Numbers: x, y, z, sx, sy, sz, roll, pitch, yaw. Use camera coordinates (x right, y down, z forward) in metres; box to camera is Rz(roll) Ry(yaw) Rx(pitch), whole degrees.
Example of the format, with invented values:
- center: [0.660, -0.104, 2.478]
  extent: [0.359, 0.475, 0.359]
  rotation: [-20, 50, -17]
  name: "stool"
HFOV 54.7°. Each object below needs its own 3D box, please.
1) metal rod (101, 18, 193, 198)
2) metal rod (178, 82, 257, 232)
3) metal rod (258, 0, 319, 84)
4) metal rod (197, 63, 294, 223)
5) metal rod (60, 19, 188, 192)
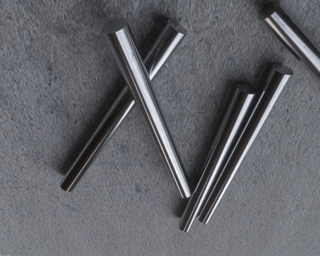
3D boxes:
- center: [-0.001, 0.004, 0.386]
  extent: [0.025, 0.025, 0.299]
  rotation: [-12, 136, 10]
  name: "metal rod"
- center: [0.074, 0.064, 0.462]
  extent: [0.025, 0.025, 0.298]
  rotation: [9, 130, -8]
  name: "metal rod"
- center: [0.221, -0.042, 0.372]
  extent: [0.301, 0.025, 0.025]
  rotation: [34, 122, -26]
  name: "metal rod"
- center: [0.108, 0.044, 0.445]
  extent: [0.025, 0.025, 0.298]
  rotation: [9, 130, -8]
  name: "metal rod"
- center: [-0.062, -0.008, 0.399]
  extent: [0.025, 0.025, 0.298]
  rotation: [26, 125, -21]
  name: "metal rod"
